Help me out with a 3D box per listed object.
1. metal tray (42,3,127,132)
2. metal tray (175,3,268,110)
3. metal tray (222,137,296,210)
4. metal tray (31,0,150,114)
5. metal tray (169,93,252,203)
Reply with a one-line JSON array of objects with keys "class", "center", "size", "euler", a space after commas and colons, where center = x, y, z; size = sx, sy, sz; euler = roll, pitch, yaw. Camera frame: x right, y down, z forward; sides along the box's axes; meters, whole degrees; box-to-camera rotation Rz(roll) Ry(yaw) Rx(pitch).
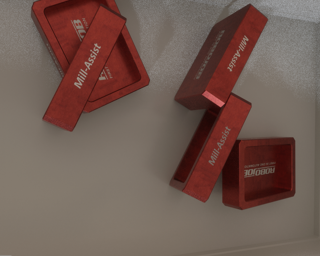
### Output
[{"class": "metal tray", "center": [-0.087, -0.061, 0.343], "size": [0.030, 0.090, 0.130], "euler": [27, 81, -19]}, {"class": "metal tray", "center": [0.076, -0.087, 0.403], "size": [0.030, 0.090, 0.130], "euler": [32, 80, -17]}, {"class": "metal tray", "center": [0.144, 0.059, 0.441], "size": [0.131, 0.030, 0.089], "euler": [-1, 90, -37]}, {"class": "metal tray", "center": [-0.079, -0.093, 0.366], "size": [0.091, 0.030, 0.129], "euler": [-28, 101, -21]}, {"class": "metal tray", "center": [0.061, 0.024, 0.395], "size": [0.030, 0.090, 0.130], "euler": [28, 81, -5]}]
